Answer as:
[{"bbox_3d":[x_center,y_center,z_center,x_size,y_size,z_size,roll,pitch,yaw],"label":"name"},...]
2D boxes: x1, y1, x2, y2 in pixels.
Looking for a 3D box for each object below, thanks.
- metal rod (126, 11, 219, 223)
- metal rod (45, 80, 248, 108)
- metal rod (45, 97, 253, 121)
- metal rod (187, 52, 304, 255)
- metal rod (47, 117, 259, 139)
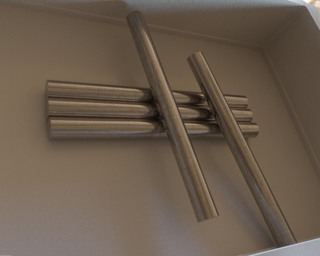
[{"bbox_3d":[0.008,-0.031,0.396,0.025,0.025,0.299,-5,64,-31],"label":"metal rod"},{"bbox_3d":[0.001,-0.042,0.432,0.303,0.025,0.025,1,62,-28],"label":"metal rod"},{"bbox_3d":[0.006,-0.020,0.421,0.303,0.025,0.025,1,62,-28],"label":"metal rod"},{"bbox_3d":[0.110,0.031,0.421,0.025,0.025,0.299,-17,78,-35],"label":"metal rod"},{"bbox_3d":[0.012,0.002,0.411,0.303,0.025,0.025,1,62,-28],"label":"metal rod"}]
